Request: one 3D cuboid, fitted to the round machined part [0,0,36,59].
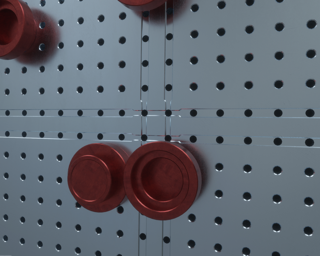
[{"bbox_3d":[-0.236,-0.155,0.485,0.098,0.042,0.097,0,90,19],"label":"round machined part"}]

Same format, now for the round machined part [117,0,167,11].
[{"bbox_3d":[-0.019,-0.203,0.409,0.098,0.042,0.097,0,90,19],"label":"round machined part"}]

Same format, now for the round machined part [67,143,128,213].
[{"bbox_3d":[-0.089,0.070,0.434,0.098,0.042,0.097,0,90,19],"label":"round machined part"}]

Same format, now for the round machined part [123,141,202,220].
[{"bbox_3d":[0.006,0.065,0.401,0.098,0.042,0.097,0,90,19],"label":"round machined part"}]
